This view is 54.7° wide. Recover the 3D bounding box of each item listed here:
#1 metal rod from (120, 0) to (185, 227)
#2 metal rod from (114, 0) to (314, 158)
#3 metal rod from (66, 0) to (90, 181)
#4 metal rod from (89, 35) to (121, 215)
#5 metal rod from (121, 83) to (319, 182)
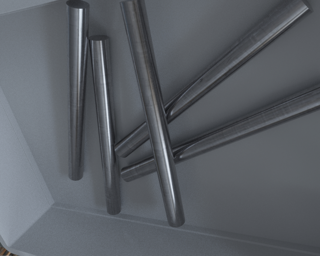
[{"bbox_3d":[-0.002,0.002,0.377,0.025,0.025,0.298,3,120,26],"label":"metal rod"},{"bbox_3d":[0.035,-0.039,0.365,0.025,0.025,0.299,48,129,-5],"label":"metal rod"},{"bbox_3d":[-0.118,-0.027,0.438,0.025,0.025,0.298,25,132,12],"label":"metal rod"},{"bbox_3d":[-0.077,0.016,0.459,0.025,0.025,0.298,14,124,20],"label":"metal rod"},{"bbox_3d":[0.057,0.019,0.390,0.299,0.025,0.025,-26,104,37],"label":"metal rod"}]
